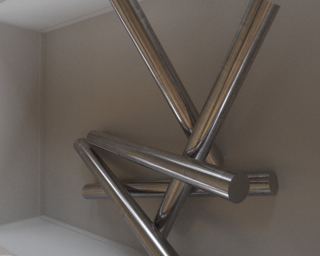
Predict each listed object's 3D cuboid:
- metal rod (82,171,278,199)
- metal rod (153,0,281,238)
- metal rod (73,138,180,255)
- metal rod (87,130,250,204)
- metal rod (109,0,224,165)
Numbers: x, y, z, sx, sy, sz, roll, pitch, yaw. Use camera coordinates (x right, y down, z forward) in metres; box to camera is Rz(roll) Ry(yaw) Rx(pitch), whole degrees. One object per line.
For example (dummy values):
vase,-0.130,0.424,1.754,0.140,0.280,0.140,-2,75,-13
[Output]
metal rod,0.000,0.079,0.405,0.300,0.025,0.025,-12,83,39
metal rod,0.041,0.018,0.324,0.025,0.025,0.298,40,122,32
metal rod,-0.050,0.093,0.406,0.300,0.025,0.025,39,114,46
metal rod,-0.021,0.032,0.368,0.300,0.025,0.025,11,97,55
metal rod,-0.011,-0.085,0.327,0.025,0.025,0.299,-21,105,38
